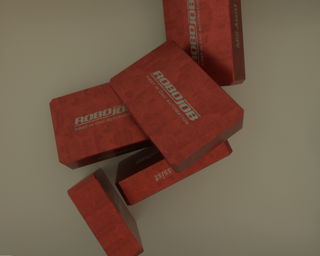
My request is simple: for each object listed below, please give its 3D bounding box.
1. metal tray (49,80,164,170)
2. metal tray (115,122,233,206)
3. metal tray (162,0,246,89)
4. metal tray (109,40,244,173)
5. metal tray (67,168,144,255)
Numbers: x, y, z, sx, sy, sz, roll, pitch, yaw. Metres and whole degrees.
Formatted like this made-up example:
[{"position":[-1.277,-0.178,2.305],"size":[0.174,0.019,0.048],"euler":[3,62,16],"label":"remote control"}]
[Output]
[{"position":[-0.066,-0.010,0.393],"size":[0.131,0.030,0.090],"euler":[-17,69,-1],"label":"metal tray"},{"position":[0.012,0.037,0.377],"size":[0.131,0.090,0.030],"euler":[-27,100,-1],"label":"metal tray"},{"position":[0.051,-0.115,0.374],"size":[0.090,0.030,0.129],"euler":[2,102,41],"label":"metal tray"},{"position":[0.015,-0.028,0.339],"size":[0.090,0.030,0.130],"euler":[-36,63,-6],"label":"metal tray"},{"position":[-0.060,0.094,0.357],"size":[0.030,0.130,0.090],"euler":[-33,91,-9],"label":"metal tray"}]
